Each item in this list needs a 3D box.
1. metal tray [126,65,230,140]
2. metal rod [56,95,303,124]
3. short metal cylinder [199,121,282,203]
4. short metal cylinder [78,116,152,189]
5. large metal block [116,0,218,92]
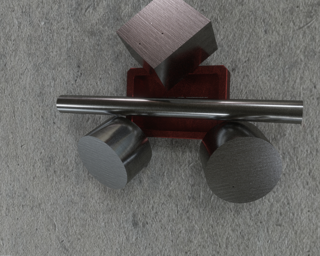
[{"bbox_3d":[0.022,-0.032,0.400,0.130,0.030,0.089,2,91,19],"label":"metal tray"},{"bbox_3d":[0.008,-0.025,0.376,0.301,0.025,0.025,3,91,19],"label":"metal rod"},{"bbox_3d":[0.088,0.037,0.348,0.081,0.050,0.079,0,111,-1],"label":"short metal cylinder"},{"bbox_3d":[-0.058,0.031,0.398,0.080,0.050,0.079,22,132,26],"label":"short metal cylinder"},{"bbox_3d":[0.009,-0.105,0.371,0.080,0.050,0.080,-41,60,-2],"label":"large metal block"}]
